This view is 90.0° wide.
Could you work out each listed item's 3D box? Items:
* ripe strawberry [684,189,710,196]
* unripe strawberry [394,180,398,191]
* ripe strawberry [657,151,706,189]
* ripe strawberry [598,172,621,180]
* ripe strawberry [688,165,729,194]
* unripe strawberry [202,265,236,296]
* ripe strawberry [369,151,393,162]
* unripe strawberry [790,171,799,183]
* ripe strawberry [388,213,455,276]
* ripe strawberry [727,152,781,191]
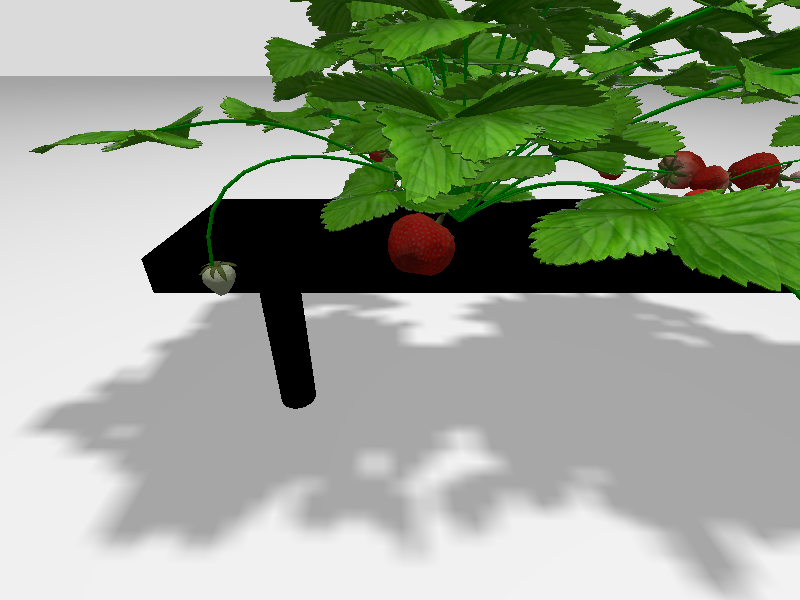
[{"bbox_3d":[0.252,-0.079,0.344,0.031,0.033,0.029,-2,31,-3],"label":"ripe strawberry"},{"bbox_3d":[-0.024,-0.118,0.409,0.040,0.039,0.037,22,37,33],"label":"unripe strawberry"},{"bbox_3d":[0.315,-0.144,0.446,0.041,0.041,0.045,-11,33,-19],"label":"ripe strawberry"},{"bbox_3d":[0.253,-0.156,0.481,0.028,0.025,0.026,36,-4,44],"label":"ripe strawberry"},{"bbox_3d":[0.322,-0.124,0.420,0.033,0.033,0.036,6,31,22],"label":"ripe strawberry"},{"bbox_3d":[-0.111,-0.012,0.247,0.019,0.020,0.018,-22,37,-32],"label":"unripe strawberry"},{"bbox_3d":[-0.023,-0.202,0.544,0.042,0.044,0.045,-10,31,-17],"label":"ripe strawberry"},{"bbox_3d":[0.472,-0.146,0.475,0.016,0.014,0.015,-7,31,-12],"label":"unripe strawberry"},{"bbox_3d":[0.012,-0.035,0.264,0.045,0.039,0.046,12,34,19],"label":"ripe strawberry"},{"bbox_3d":[0.380,-0.137,0.432,0.043,0.043,0.047,20,36,30],"label":"ripe strawberry"}]
